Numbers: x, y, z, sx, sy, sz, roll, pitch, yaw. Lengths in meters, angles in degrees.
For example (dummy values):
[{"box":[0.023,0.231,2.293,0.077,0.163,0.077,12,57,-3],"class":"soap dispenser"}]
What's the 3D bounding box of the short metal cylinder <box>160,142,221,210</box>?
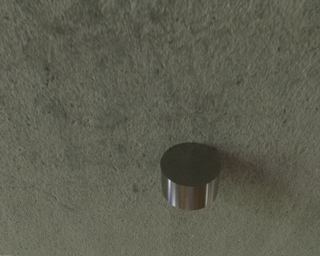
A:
[{"box":[0.042,0.065,0.428,0.081,0.080,0.050,-2,130,1],"class":"short metal cylinder"}]
